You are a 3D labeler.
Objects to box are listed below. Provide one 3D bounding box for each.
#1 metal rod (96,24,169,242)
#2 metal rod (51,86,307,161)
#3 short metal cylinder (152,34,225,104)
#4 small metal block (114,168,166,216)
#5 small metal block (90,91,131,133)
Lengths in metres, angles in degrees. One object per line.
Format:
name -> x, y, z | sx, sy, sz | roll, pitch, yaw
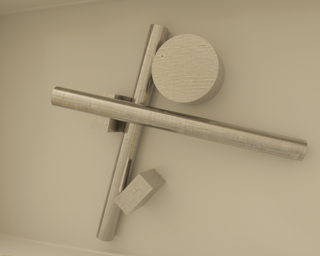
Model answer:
metal rod -> -0.039, 0.010, 0.423 | 0.025, 0.025, 0.298 | 17, 95, 19
metal rod -> 0.017, -0.007, 0.369 | 0.302, 0.025, 0.025 | 13, 94, 6
short metal cylinder -> 0.036, -0.070, 0.384 | 0.080, 0.050, 0.079 | 0, 90, 19
small metal block -> -0.025, 0.082, 0.405 | 0.025, 0.050, 0.050 | 45, 104, 14
small metal block -> -0.065, -0.021, 0.419 | 0.025, 0.050, 0.050 | 13, 95, 19
